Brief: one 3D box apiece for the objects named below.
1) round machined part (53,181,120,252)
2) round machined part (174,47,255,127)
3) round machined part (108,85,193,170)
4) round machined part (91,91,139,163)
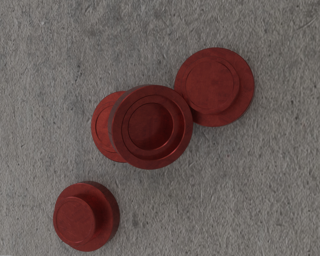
[{"bbox_3d":[-0.110,0.127,0.439,0.098,0.042,0.097,0,90,20],"label":"round machined part"},{"bbox_3d":[0.064,-0.050,0.377,0.098,0.042,0.097,0,90,20],"label":"round machined part"},{"bbox_3d":[-0.014,-0.003,0.369,0.099,0.042,0.097,-4,102,-21],"label":"round machined part"},{"bbox_3d":[-0.051,-0.002,0.418,0.098,0.042,0.097,0,90,20],"label":"round machined part"}]
